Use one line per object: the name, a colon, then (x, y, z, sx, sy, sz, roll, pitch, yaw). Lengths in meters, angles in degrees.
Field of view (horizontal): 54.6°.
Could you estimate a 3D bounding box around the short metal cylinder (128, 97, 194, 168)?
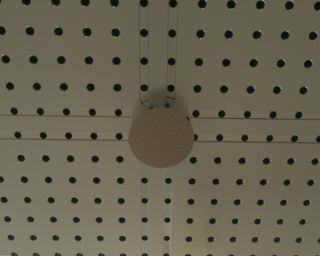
short metal cylinder: (0.002, 0.005, 0.402, 0.080, 0.050, 0.079, 0, 110, 0)
